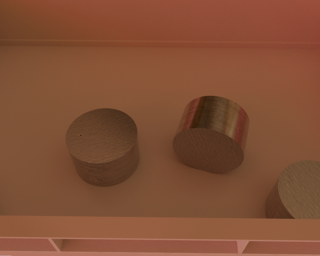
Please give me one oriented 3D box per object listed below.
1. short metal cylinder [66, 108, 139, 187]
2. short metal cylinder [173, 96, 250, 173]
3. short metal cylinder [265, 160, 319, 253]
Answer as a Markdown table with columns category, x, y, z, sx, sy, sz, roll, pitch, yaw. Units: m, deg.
| category | x | y | z | sx | sy | sz | roll | pitch | yaw |
| --- | --- | --- | --- | --- | --- | --- | --- | --- | --- |
| short metal cylinder | -0.066 | 0.022 | 0.369 | 0.080 | 0.050 | 0.080 | 0 | 50 | 0 |
| short metal cylinder | 0.060 | 0.009 | 0.362 | 0.080 | 0.080 | 0.050 | 13 | 51 | 11 |
| short metal cylinder | 0.157 | 0.081 | 0.322 | 0.080 | 0.050 | 0.080 | 0 | 50 | 0 |
